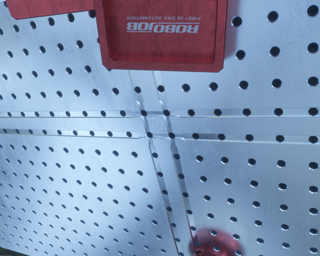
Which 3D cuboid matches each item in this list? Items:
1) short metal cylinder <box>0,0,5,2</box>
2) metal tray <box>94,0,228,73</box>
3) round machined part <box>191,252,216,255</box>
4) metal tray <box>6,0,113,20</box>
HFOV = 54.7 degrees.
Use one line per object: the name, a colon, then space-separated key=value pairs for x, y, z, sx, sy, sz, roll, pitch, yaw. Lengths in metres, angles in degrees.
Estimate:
short metal cylinder: x=-0.218 y=-0.199 z=0.387 sx=0.080 sy=0.050 sz=0.079 roll=13 pitch=124 yaw=21
metal tray: x=0.002 y=-0.107 z=0.321 sx=0.131 sy=0.030 sz=0.089 roll=4 pitch=121 yaw=10
round machined part: x=0.078 y=0.246 z=0.512 sx=0.098 sy=0.042 sz=0.097 roll=13 pitch=124 yaw=21
metal tray: x=-0.120 y=-0.177 z=0.348 sx=0.130 sy=0.030 sz=0.089 roll=0 pitch=119 yaw=17
